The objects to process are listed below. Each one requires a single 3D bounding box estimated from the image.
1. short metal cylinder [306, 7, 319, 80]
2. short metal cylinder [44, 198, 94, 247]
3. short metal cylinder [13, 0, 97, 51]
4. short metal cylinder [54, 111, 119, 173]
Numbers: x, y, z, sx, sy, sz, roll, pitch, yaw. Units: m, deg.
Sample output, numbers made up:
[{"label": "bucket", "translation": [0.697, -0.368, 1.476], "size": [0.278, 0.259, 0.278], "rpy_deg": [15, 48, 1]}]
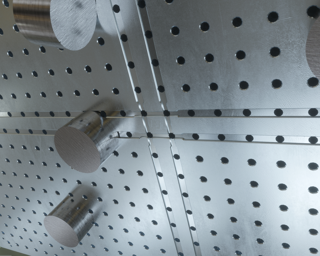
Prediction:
[{"label": "short metal cylinder", "translation": [0.168, -0.076, 0.260], "size": [0.080, 0.050, 0.079], "rpy_deg": [13, 124, 21]}, {"label": "short metal cylinder", "translation": [-0.176, 0.184, 0.602], "size": [0.080, 0.050, 0.079], "rpy_deg": [13, 124, 21]}, {"label": "short metal cylinder", "translation": [-0.117, -0.133, 0.355], "size": [0.050, 0.080, 0.079], "rpy_deg": [13, 124, 21]}, {"label": "short metal cylinder", "translation": [-0.110, 0.021, 0.466], "size": [0.080, 0.050, 0.079], "rpy_deg": [13, 124, 21]}]
